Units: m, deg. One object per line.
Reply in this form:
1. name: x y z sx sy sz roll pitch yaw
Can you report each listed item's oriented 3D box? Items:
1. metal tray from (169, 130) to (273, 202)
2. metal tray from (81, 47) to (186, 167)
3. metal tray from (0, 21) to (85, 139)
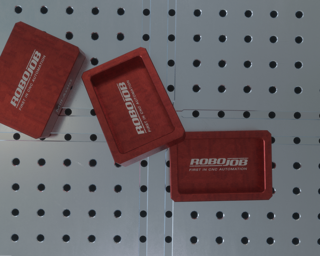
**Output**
1. metal tray: 0.078 0.049 0.411 0.131 0.030 0.090 -1 90 0
2. metal tray: -0.034 -0.028 0.393 0.090 0.030 0.130 -24 74 0
3. metal tray: -0.168 -0.061 0.410 0.090 0.030 0.130 24 90 0
